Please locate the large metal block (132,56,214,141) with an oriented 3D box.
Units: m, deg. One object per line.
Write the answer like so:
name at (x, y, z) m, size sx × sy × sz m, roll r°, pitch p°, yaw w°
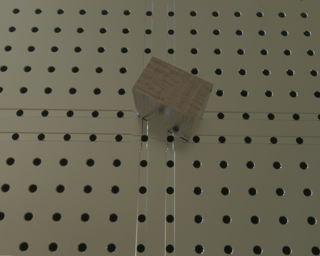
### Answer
large metal block at (0.015, -0.034, 0.395) m, size 0.080 × 0.080 × 0.050 m, roll 27°, pitch 72°, yaw 9°
